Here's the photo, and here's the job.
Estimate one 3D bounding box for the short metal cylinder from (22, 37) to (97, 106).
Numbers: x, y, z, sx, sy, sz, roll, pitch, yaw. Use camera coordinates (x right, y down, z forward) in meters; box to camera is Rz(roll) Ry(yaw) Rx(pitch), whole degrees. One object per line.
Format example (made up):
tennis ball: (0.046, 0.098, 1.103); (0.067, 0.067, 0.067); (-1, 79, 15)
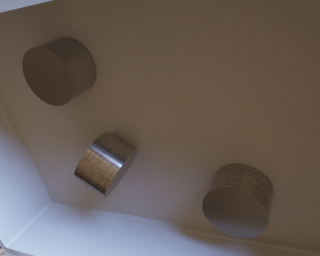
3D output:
short metal cylinder: (-0.133, -0.076, 0.414); (0.080, 0.050, 0.079); (13, 124, 20)

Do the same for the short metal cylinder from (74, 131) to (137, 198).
short metal cylinder: (-0.076, 0.052, 0.444); (0.050, 0.080, 0.079); (33, 129, 6)

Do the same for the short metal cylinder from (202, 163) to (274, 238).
short metal cylinder: (0.101, 0.093, 0.396); (0.080, 0.050, 0.079); (13, 124, 20)
